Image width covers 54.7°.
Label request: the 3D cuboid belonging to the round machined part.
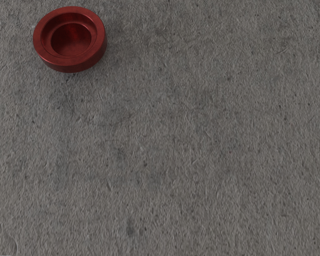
[{"bbox_3d":[-0.124,-0.121,0.442,0.099,0.042,0.098,0,70,0],"label":"round machined part"}]
